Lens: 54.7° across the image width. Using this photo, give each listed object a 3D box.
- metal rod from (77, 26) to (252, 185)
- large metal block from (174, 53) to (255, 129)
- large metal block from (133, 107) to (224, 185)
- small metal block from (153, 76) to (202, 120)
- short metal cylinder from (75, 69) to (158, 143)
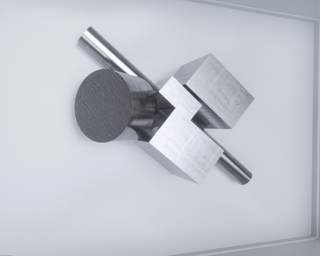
[{"bbox_3d":[0.017,-0.020,0.417,0.300,0.025,0.025,41,77,-16],"label":"metal rod"},{"bbox_3d":[0.059,-0.044,0.404,0.080,0.080,0.050,42,77,-16],"label":"large metal block"},{"bbox_3d":[0.018,0.021,0.388,0.080,0.080,0.050,41,77,-16],"label":"large metal block"},{"bbox_3d":[0.016,-0.034,0.378,0.050,0.050,0.025,43,77,-16],"label":"small metal block"},{"bbox_3d":[-0.050,-0.024,0.356,0.050,0.080,0.079,1,90,-60],"label":"short metal cylinder"}]
